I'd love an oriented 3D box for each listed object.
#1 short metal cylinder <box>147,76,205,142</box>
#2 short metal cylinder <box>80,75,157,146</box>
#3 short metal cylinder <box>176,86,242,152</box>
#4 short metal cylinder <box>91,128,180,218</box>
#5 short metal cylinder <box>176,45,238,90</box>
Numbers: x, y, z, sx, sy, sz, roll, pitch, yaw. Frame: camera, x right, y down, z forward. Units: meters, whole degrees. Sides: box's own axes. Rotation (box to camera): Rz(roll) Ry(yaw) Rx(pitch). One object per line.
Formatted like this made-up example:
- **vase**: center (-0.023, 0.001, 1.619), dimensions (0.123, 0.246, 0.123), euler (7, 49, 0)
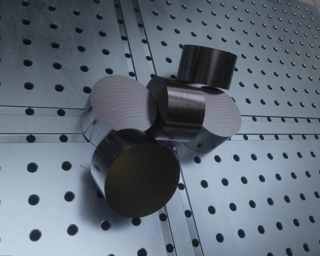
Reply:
- **short metal cylinder**: center (0.014, -0.023, 0.396), dimensions (0.050, 0.080, 0.080), euler (5, 60, -26)
- **short metal cylinder**: center (-0.051, -0.017, 0.376), dimensions (0.081, 0.050, 0.080), euler (14, 56, -21)
- **short metal cylinder**: center (0.067, -0.012, 0.436), dimensions (0.081, 0.050, 0.080), euler (14, 56, -21)
- **short metal cylinder**: center (-0.026, 0.046, 0.325), dimensions (0.081, 0.050, 0.079), euler (-9, 110, -25)
- **short metal cylinder**: center (0.068, -0.089, 0.457), dimensions (0.081, 0.080, 0.050), euler (8, 100, -24)
